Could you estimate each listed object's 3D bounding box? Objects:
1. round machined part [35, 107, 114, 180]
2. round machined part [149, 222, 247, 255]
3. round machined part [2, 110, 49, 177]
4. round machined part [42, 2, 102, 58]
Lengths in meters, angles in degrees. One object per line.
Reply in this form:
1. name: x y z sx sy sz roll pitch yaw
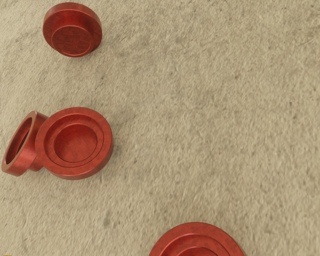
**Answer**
1. round machined part: -0.112 0.024 0.419 0.099 0.042 0.098 1 64 -2
2. round machined part: 0.038 0.141 0.286 0.098 0.042 0.098 -13 56 20
3. round machined part: -0.189 0.026 0.459 0.098 0.042 0.098 -33 41 35
4. round machined part: -0.149 -0.160 0.531 0.098 0.098 0.042 -21 54 15
